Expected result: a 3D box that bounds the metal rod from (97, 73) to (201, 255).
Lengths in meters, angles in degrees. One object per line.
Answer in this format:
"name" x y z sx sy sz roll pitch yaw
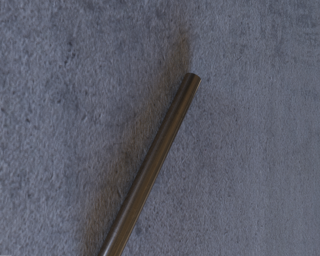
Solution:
"metal rod" -0.014 0.055 0.395 0.025 0.025 0.300 40 66 -33
